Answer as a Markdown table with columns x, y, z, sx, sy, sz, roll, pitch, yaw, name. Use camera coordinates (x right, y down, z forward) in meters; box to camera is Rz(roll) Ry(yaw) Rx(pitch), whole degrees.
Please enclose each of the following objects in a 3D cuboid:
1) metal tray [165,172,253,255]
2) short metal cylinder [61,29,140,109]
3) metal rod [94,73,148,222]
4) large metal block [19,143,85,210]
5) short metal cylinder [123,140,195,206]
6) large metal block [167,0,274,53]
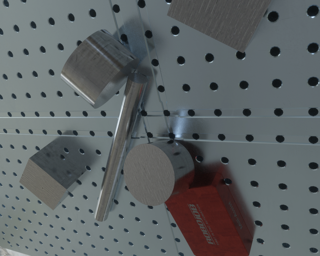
| x | y | z | sx | sy | sz | roll | pitch | yaw | name |
| --- | --- | --- | --- | --- | --- | --- | --- | --- | --- |
| 0.069 | 0.131 | 0.453 | 0.090 | 0.030 | 0.130 | -16 | 111 | 34 | metal tray |
| -0.070 | -0.069 | 0.370 | 0.050 | 0.080 | 0.080 | 42 | 129 | -1 | short metal cylinder |
| -0.068 | 0.049 | 0.477 | 0.025 | 0.025 | 0.298 | 28 | 128 | 10 | metal rod |
| -0.192 | 0.087 | 0.550 | 0.080 | 0.050 | 0.080 | 40 | 129 | 1 | large metal block |
| -0.001 | 0.057 | 0.413 | 0.080 | 0.050 | 0.079 | 3 | 96 | 34 | short metal cylinder |
| 0.064 | -0.128 | 0.282 | 0.080 | 0.050 | 0.079 | 30 | 128 | 9 | large metal block |
